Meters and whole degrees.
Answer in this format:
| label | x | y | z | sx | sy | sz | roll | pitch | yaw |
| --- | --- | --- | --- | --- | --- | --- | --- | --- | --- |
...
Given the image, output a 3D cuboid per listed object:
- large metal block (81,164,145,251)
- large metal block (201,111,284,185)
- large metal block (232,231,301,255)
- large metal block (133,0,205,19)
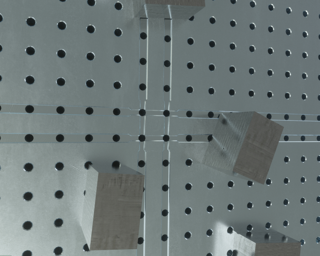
| label | x | y | z | sx | sy | sz | roll | pitch | yaw |
| --- | --- | --- | --- | --- | --- | --- | --- | --- | --- |
| large metal block | -0.058 | 0.088 | 0.363 | 0.050 | 0.080 | 0.080 | 7 | 88 | -20 |
| large metal block | 0.111 | 0.025 | 0.426 | 0.050 | 0.080 | 0.080 | 25 | 82 | -19 |
| large metal block | 0.155 | 0.201 | 0.459 | 0.081 | 0.050 | 0.080 | 7 | 88 | -20 |
| large metal block | 0.008 | -0.191 | 0.403 | 0.081 | 0.050 | 0.079 | -6 | 92 | -20 |
